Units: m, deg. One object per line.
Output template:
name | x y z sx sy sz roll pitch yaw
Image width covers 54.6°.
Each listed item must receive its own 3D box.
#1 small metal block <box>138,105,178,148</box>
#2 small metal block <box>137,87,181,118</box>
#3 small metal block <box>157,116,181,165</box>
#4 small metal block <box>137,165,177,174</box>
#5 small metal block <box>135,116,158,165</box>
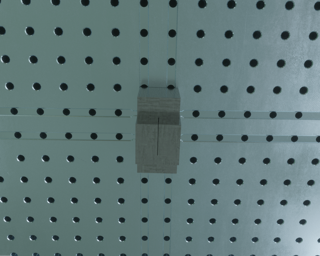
small metal block | -0.003 -0.002 0.412 0.050 0.025 0.050 2 110 0
small metal block | -0.002 -0.033 0.387 0.050 0.050 0.025 2 110 -1
small metal block | 0.011 0.011 0.377 0.025 0.050 0.050 2 110 0
small metal block | -0.003 0.037 0.413 0.050 0.050 0.025 2 110 -1
small metal block | -0.015 0.010 0.377 0.025 0.050 0.050 2 110 -1
